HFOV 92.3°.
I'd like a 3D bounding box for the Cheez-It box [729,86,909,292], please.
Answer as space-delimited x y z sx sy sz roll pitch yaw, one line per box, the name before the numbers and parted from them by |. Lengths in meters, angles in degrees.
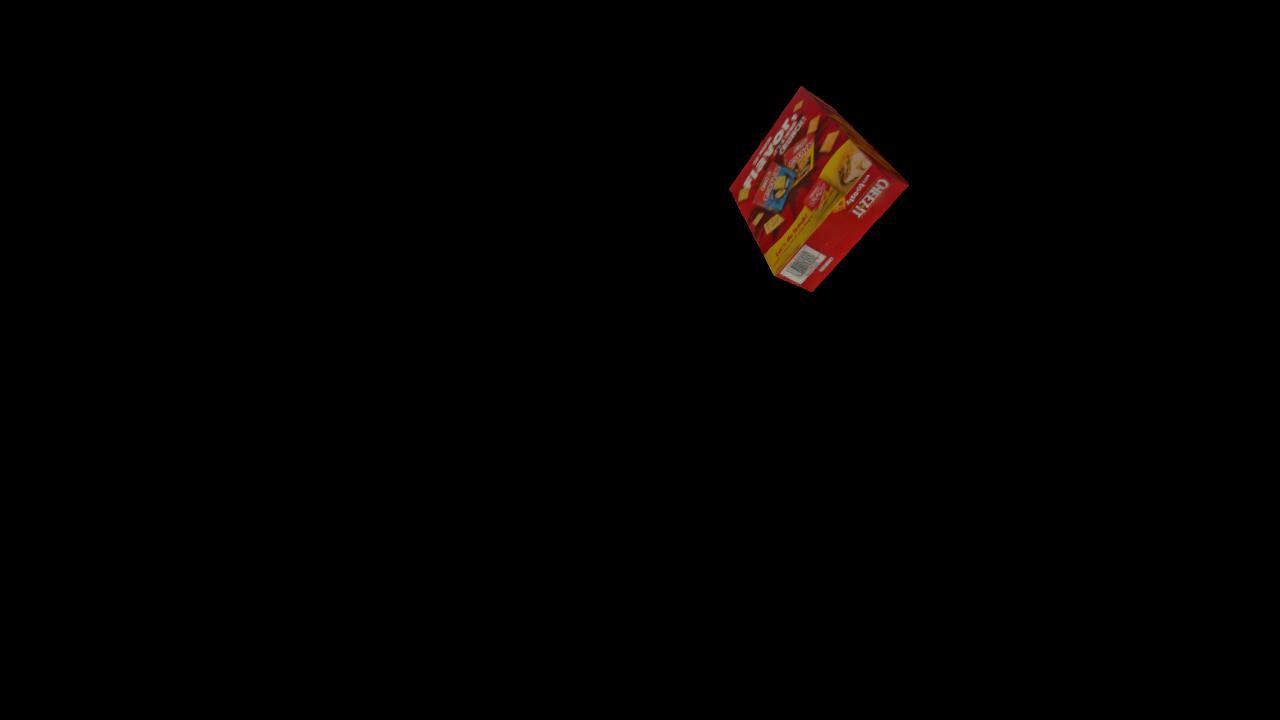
Cheez-It box | 0.209 -0.218 0.775 0.071 0.223 0.166 18 -54 -27
